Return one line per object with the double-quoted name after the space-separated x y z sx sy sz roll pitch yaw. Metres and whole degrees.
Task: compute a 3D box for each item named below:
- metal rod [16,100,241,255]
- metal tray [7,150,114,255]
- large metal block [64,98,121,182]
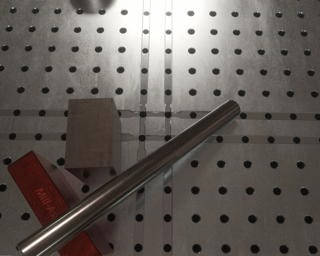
-0.006 0.039 0.339 0.302 0.025 0.025 -32 72 -34 "metal rod"
-0.106 0.093 0.341 0.030 0.090 0.130 -36 74 -12 "metal tray"
-0.077 0.017 0.375 0.050 0.080 0.080 -2 70 -1 "large metal block"
